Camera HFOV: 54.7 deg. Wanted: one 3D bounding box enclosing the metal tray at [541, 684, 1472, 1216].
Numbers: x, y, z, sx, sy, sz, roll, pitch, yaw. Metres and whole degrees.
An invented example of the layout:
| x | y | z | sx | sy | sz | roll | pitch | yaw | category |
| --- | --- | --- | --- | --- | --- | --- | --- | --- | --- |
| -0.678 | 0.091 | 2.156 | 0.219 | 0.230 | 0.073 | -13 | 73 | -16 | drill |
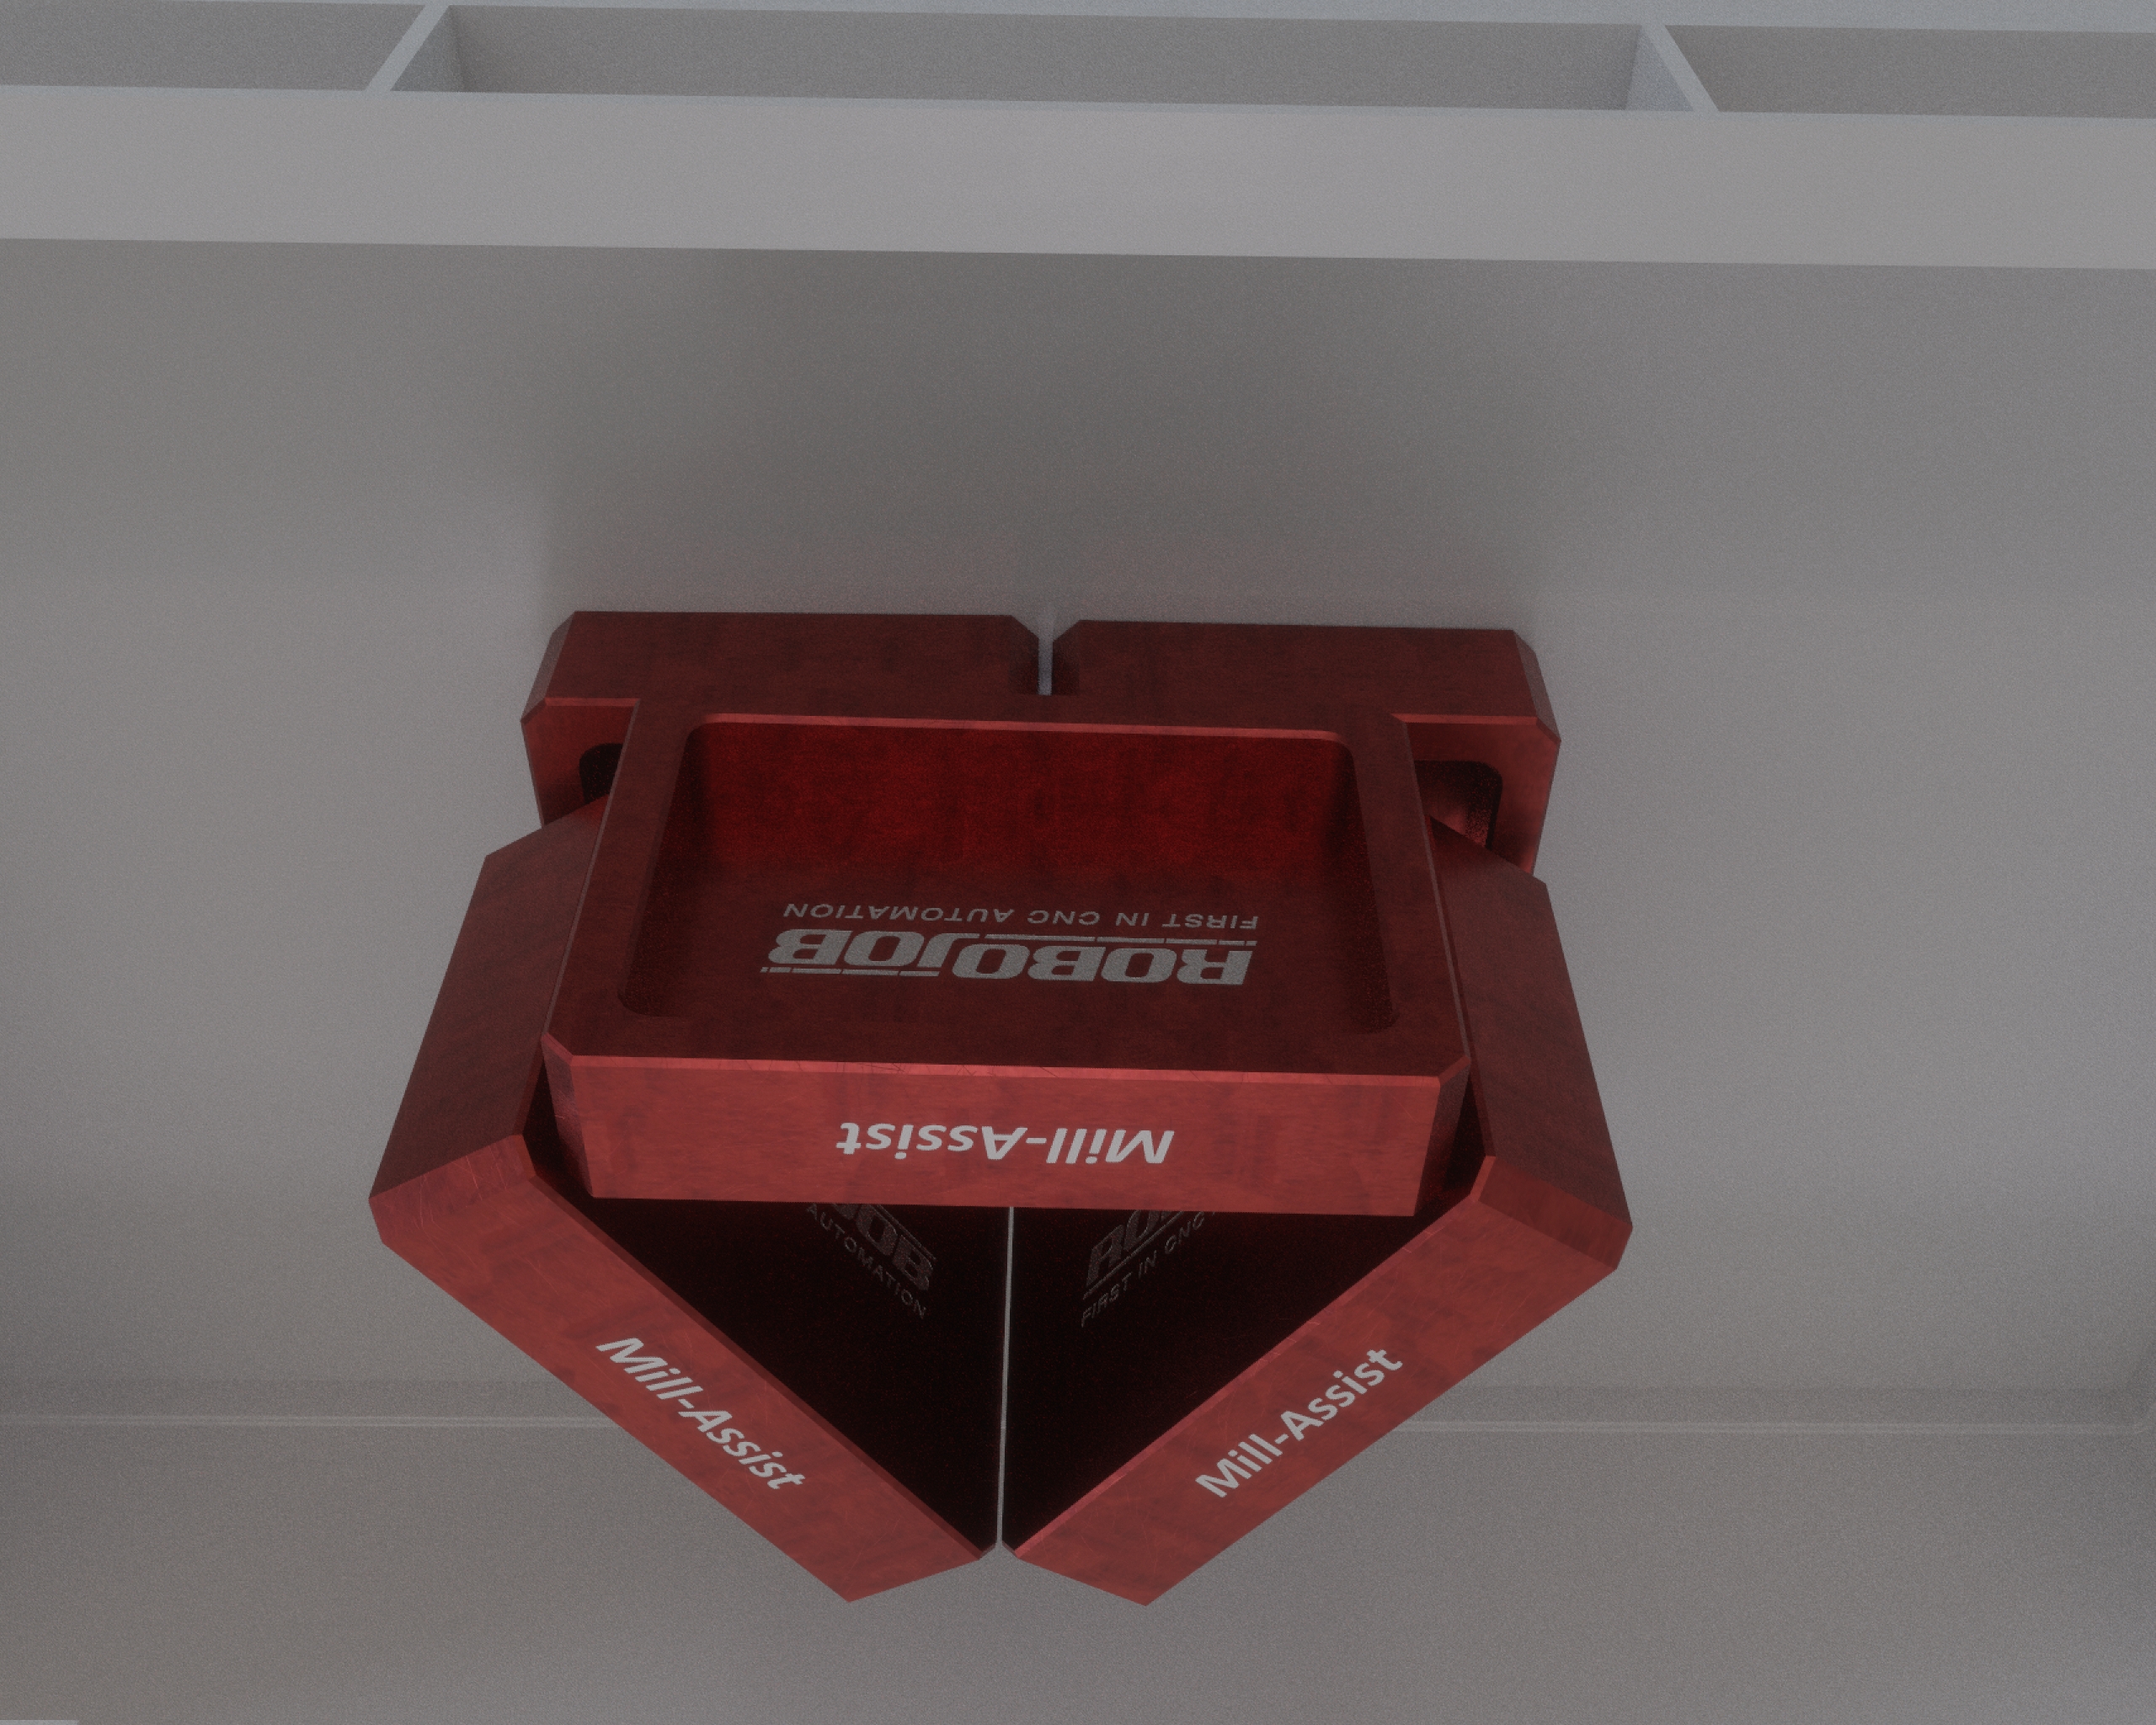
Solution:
| x | y | z | sx | sy | sz | roll | pitch | yaw | category |
| --- | --- | --- | --- | --- | --- | --- | --- | --- | --- |
| -0.010 | 0.011 | 0.333 | 0.131 | 0.090 | 0.030 | 2 | 130 | -1 | metal tray |

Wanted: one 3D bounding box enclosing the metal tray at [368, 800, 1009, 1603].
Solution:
| x | y | z | sx | sy | sz | roll | pitch | yaw | category |
| --- | --- | --- | --- | --- | --- | --- | --- | --- | --- |
| -0.061 | 0.061 | 0.376 | 0.030 | 0.090 | 0.130 | -25 | 126 | 20 | metal tray |

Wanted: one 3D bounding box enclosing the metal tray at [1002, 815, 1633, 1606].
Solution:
| x | y | z | sx | sy | sz | roll | pitch | yaw | category |
| --- | --- | --- | --- | --- | --- | --- | --- | --- | --- |
| 0.036 | 0.064 | 0.378 | 0.030 | 0.090 | 0.129 | 29 | 125 | -22 | metal tray |

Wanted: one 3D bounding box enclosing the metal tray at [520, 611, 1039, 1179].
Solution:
| x | y | z | sx | sy | sz | roll | pitch | yaw | category |
| --- | --- | --- | --- | --- | --- | --- | --- | --- | --- |
| -0.053 | 0.013 | 0.415 | 0.091 | 0.030 | 0.129 | 0 | 129 | 0 | metal tray |

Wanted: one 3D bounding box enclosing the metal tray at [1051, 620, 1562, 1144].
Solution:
| x | y | z | sx | sy | sz | roll | pitch | yaw | category |
| --- | --- | --- | --- | --- | --- | --- | --- | --- | --- |
| 0.039 | 0.015 | 0.417 | 0.091 | 0.030 | 0.129 | 1 | 129 | -1 | metal tray |
